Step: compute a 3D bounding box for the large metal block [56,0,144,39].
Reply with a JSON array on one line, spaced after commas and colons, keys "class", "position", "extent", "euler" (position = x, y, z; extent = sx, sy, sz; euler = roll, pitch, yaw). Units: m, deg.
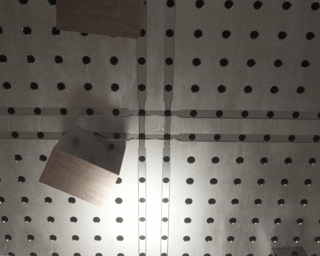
[{"class": "large metal block", "position": [-0.059, -0.130, 0.335], "extent": [0.081, 0.080, 0.050], "euler": [6, 110, -3]}]

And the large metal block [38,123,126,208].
[{"class": "large metal block", "position": [-0.095, 0.045, 0.399], "extent": [0.080, 0.080, 0.050], "euler": [26, 108, -10]}]

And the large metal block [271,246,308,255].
[{"class": "large metal block", "position": [0.208, 0.244, 0.477], "extent": [0.050, 0.080, 0.079], "euler": [-3, 110, 1]}]
